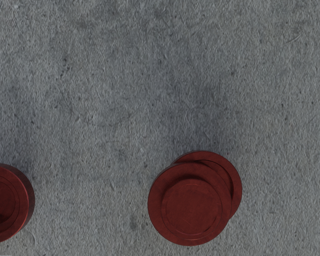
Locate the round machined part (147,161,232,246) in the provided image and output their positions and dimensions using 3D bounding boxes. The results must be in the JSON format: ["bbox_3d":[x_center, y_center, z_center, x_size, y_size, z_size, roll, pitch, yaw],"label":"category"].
[{"bbox_3d":[0.035,0.089,0.360,0.099,0.042,0.097,0,90,0],"label":"round machined part"}]

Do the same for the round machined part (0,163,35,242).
[{"bbox_3d":[-0.210,0.094,0.400,0.099,0.042,0.097,0,90,0],"label":"round machined part"}]

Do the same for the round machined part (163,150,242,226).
[{"bbox_3d":[0.052,0.077,0.402,0.099,0.042,0.097,0,90,0],"label":"round machined part"}]
